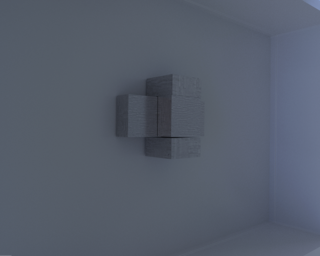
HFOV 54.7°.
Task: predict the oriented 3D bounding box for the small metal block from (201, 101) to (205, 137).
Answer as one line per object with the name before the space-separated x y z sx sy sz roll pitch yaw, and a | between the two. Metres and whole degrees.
small metal block | 0.036 -0.013 0.434 0.050 0.025 0.050 1 90 -40

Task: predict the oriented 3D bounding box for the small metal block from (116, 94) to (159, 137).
small metal block | -0.025 -0.014 0.382 0.050 0.025 0.050 1 90 -40

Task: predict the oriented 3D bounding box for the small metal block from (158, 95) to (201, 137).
small metal block | 0.025 -0.014 0.391 0.050 0.025 0.050 1 90 -40

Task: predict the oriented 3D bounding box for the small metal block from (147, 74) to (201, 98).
small metal block | 0.018 -0.052 0.402 0.050 0.050 0.025 1 90 -40

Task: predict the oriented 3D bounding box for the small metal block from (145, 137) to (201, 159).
small metal block | 0.017 0.024 0.400 0.050 0.050 0.025 1 90 -40
